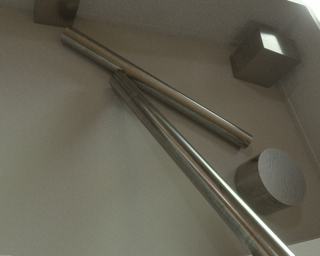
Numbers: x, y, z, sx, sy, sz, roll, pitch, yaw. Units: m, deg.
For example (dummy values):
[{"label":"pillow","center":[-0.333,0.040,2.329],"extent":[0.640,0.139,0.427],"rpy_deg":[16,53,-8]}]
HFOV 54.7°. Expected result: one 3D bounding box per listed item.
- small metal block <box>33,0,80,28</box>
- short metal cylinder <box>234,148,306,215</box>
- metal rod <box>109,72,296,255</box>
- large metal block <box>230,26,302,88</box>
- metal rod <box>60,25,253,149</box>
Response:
[{"label":"small metal block","center":[-0.140,-0.164,0.415],"extent":[0.050,0.050,0.025],"rpy_deg":[1,62,-28]},{"label":"short metal cylinder","center":[0.152,0.074,0.428],"extent":[0.081,0.050,0.080],"rpy_deg":[14,56,-21]},{"label":"metal rod","center":[0.020,0.022,0.323],"extent":[0.025,0.025,0.300],"rpy_deg":[-9,41,-33]},{"label":"large metal block","center":[0.183,-0.122,0.546],"extent":[0.081,0.080,0.050],"rpy_deg":[12,57,-22]},{"label":"metal rod","center":[0.002,-0.053,0.440],"extent":[0.301,0.025,0.025],"rpy_deg":[30,52,-10]}]
